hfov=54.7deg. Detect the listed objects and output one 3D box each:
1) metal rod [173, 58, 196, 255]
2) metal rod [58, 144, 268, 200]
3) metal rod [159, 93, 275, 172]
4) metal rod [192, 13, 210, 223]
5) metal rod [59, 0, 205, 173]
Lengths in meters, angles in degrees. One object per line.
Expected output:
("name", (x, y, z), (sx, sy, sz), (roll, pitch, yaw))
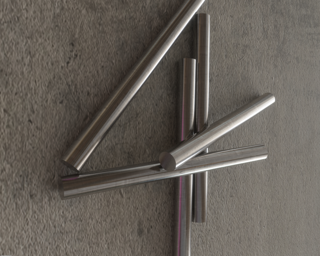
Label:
("metal rod", (0.034, 0.054, 0.432), (0.025, 0.025, 0.298), (3, 88, -40))
("metal rod", (0.027, 0.050, 0.398), (0.303, 0.025, 0.025), (-6, 94, -31))
("metal rod", (0.104, -0.007, 0.465), (0.302, 0.025, 0.025), (-26, 107, -45))
("metal rod", (0.058, -0.015, 0.453), (0.025, 0.025, 0.298), (2, 89, -40))
("metal rod", (-0.020, -0.075, 0.387), (0.025, 0.025, 0.300), (48, 62, -30))
